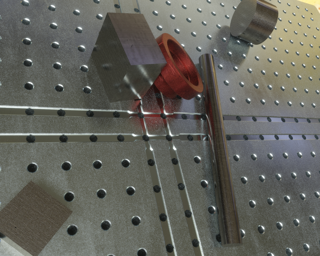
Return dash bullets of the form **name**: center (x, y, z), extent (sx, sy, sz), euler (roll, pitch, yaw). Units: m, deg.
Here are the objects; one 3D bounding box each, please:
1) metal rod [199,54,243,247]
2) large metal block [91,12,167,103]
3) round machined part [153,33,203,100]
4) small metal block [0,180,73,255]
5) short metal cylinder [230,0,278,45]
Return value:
- **metal rod**: center (0.082, 0.012, 0.447), extent (0.025, 0.025, 0.299), euler (12, 57, -22)
- **large metal block**: center (-0.044, -0.091, 0.406), extent (0.050, 0.080, 0.080), euler (-11, 68, -33)
- **round machined part**: center (0.017, -0.082, 0.440), extent (0.098, 0.042, 0.098), euler (43, 29, -31)
- **small metal block**: center (-0.120, 0.087, 0.291), extent (0.050, 0.025, 0.050), euler (38, 51, -3)
- **short metal cylinder**: center (0.181, -0.209, 0.601), extent (0.050, 0.080, 0.080), euler (15, 56, -21)
